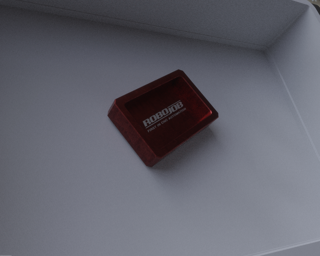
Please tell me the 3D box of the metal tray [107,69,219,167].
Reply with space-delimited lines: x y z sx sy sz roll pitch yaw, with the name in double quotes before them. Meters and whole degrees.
"metal tray" 0.008 -0.018 0.413 0.131 0.030 0.090 -32 80 -38
